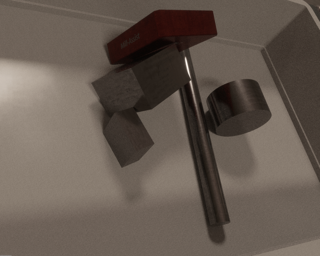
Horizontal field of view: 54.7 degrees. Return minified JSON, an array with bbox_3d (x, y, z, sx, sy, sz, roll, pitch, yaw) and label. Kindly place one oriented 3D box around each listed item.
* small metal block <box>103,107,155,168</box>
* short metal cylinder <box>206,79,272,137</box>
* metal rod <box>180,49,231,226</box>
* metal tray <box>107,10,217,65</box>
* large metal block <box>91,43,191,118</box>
[{"bbox_3d":[-0.038,0.012,0.363,0.025,0.050,0.050,-21,73,-35],"label":"small metal block"},{"bbox_3d":[0.113,-0.027,0.450,0.081,0.080,0.050,1,62,-28],"label":"short metal cylinder"},{"bbox_3d":[0.052,-0.015,0.444,0.025,0.025,0.299,6,59,-26],"label":"metal rod"},{"bbox_3d":[-0.001,-0.117,0.410,0.091,0.130,0.030,-14,94,-34],"label":"metal tray"},{"bbox_3d":[-0.023,-0.058,0.386,0.080,0.080,0.050,-40,111,-39],"label":"large metal block"}]
